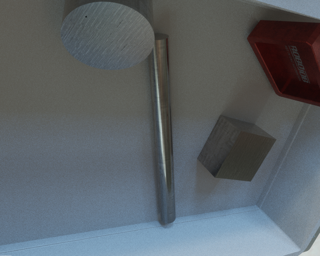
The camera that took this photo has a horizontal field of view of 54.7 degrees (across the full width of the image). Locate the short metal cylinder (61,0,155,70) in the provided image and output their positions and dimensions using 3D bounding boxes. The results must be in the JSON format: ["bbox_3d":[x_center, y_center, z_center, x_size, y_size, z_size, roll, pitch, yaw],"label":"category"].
[{"bbox_3d":[-0.046,-0.099,0.283,0.081,0.050,0.080,-3,151,-1],"label":"short metal cylinder"}]

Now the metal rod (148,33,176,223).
[{"bbox_3d":[0.005,0.022,0.427,0.025,0.025,0.298,-17,126,-19],"label":"metal rod"}]

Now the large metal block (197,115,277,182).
[{"bbox_3d":[0.118,0.033,0.480,0.081,0.050,0.079,12,112,-34],"label":"large metal block"}]

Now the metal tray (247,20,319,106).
[{"bbox_3d":[0.182,-0.083,0.414,0.030,0.090,0.130,-53,130,-8],"label":"metal tray"}]
